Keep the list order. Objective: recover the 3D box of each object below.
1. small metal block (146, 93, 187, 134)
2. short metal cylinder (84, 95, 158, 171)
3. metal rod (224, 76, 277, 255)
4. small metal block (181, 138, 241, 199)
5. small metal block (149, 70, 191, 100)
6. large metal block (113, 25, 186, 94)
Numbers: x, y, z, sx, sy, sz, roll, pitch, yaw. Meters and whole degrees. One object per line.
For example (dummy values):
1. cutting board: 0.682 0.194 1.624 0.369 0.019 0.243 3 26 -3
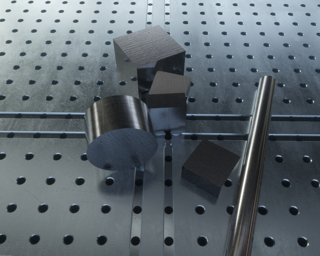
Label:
1. small metal block: 0.008 -0.019 0.407 0.050 0.050 0.025 -3 50 -3
2. short metal cylinder: -0.047 0.007 0.365 0.081 0.080 0.050 -9 51 -8
3. metal rod: 0.114 0.039 0.375 0.025 0.025 0.301 15 51 12
4. small metal block: 0.060 0.047 0.369 0.050 0.025 0.050 28 55 21
5. small metal block: 0.014 -0.050 0.443 0.050 0.025 0.050 13 65 10
6. large metal block: -0.017 -0.109 0.483 0.081 0.050 0.080 -23 54 -19
